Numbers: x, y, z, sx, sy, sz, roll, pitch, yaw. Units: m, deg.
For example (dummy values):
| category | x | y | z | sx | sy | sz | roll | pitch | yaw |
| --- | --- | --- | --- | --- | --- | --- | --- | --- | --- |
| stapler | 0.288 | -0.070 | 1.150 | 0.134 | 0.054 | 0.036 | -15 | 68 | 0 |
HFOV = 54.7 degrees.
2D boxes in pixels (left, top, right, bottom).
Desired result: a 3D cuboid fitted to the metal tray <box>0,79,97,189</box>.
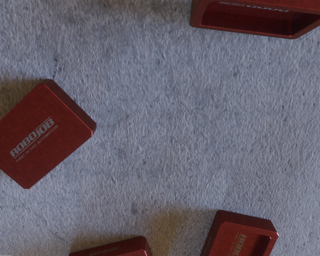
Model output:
| category | x | y | z | sx | sy | sz | roll | pitch | yaw |
| --- | --- | --- | --- | --- | --- | --- | --- | --- | --- |
| metal tray | -0.162 | 0.010 | 0.409 | 0.130 | 0.030 | 0.090 | -39 | 106 | 12 |

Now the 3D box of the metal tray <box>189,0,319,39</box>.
| category | x | y | z | sx | sy | sz | roll | pitch | yaw |
| --- | --- | --- | --- | --- | --- | --- | --- | --- | --- |
| metal tray | 0.103 | -0.128 | 0.327 | 0.131 | 0.090 | 0.030 | 6 | 90 | -3 |

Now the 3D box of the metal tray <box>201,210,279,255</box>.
| category | x | y | z | sx | sy | sz | roll | pitch | yaw |
| --- | --- | --- | --- | --- | --- | --- | --- | --- | --- |
| metal tray | 0.115 | 0.196 | 0.481 | 0.091 | 0.030 | 0.129 | 13 | 110 | -6 |

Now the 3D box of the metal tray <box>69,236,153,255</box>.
| category | x | y | z | sx | sy | sz | roll | pitch | yaw |
| --- | --- | --- | --- | --- | --- | --- | --- | --- | --- |
| metal tray | -0.074 | 0.229 | 0.490 | 0.131 | 0.030 | 0.089 | -15 | 110 | 5 |
